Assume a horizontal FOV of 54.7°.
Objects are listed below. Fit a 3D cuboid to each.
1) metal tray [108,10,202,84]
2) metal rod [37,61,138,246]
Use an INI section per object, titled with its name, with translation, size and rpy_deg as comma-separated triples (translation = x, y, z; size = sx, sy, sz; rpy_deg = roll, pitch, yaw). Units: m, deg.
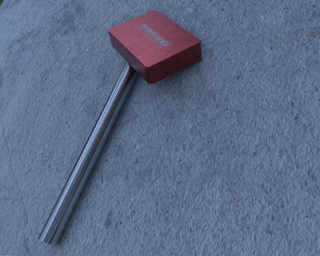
[metal tray]
translation = -0.010, -0.126, 0.466
size = 0.091, 0.030, 0.130
rpy_deg = -29, 50, -15
[metal rod]
translation = -0.088, 0.014, 0.441
size = 0.025, 0.025, 0.300
rpy_deg = 9, 66, 32
